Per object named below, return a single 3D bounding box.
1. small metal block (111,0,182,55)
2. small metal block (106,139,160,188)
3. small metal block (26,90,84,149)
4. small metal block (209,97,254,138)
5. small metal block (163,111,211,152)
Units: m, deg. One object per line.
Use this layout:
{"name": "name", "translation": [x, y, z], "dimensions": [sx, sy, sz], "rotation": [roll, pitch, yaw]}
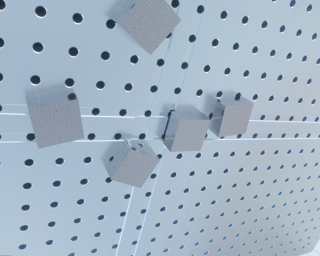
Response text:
{"name": "small metal block", "translation": [-0.014, -0.116, 0.331], "dimensions": [0.050, 0.025, 0.050], "rotation": [-48, 129, 5]}
{"name": "small metal block", "translation": [-0.037, 0.049, 0.421], "dimensions": [0.050, 0.025, 0.050], "rotation": [25, 105, -37]}
{"name": "small metal block", "translation": [-0.115, -0.010, 0.342], "dimensions": [0.050, 0.025, 0.050], "rotation": [-14, 124, -21]}
{"name": "small metal block", "translation": [0.105, -0.017, 0.457], "dimensions": [0.050, 0.025, 0.050], "rotation": [-7, 122, -25]}
{"name": "small metal block", "translation": [0.037, 0.005, 0.434], "dimensions": [0.050, 0.025, 0.050], "rotation": [0, 118, -29]}
